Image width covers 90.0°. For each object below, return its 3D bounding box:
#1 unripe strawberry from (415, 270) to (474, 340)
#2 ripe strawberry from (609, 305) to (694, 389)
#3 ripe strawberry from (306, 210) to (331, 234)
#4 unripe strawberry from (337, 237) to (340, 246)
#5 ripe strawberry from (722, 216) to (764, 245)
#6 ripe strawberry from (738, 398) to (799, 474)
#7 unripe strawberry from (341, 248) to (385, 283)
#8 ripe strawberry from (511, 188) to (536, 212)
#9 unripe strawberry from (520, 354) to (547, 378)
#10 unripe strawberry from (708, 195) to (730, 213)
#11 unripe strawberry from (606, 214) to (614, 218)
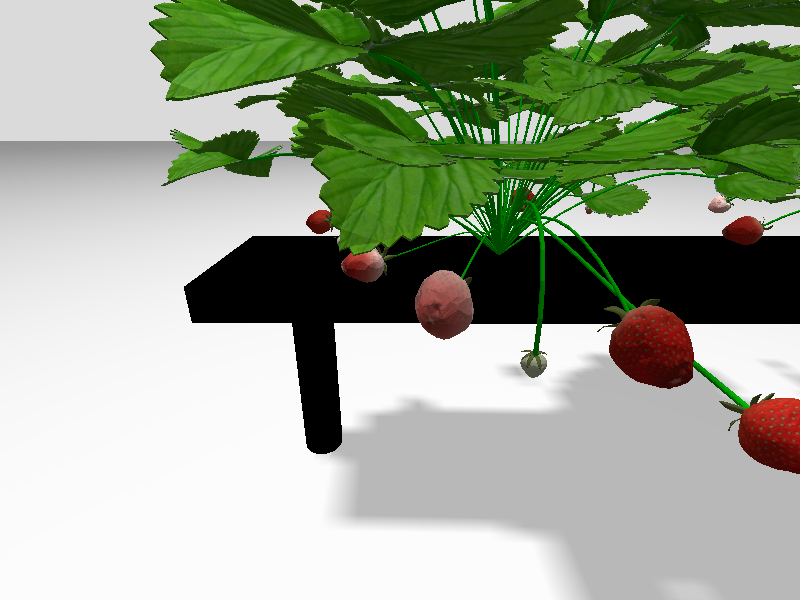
[{"bbox_3d":[0.022,0.004,0.213,0.032,0.037,0.035,10,26,21],"label":"unripe strawberry"},{"bbox_3d":[0.109,0.022,0.173,0.031,0.035,0.034,-2,41,-5],"label":"ripe strawberry"},{"bbox_3d":[-0.086,-0.083,0.428,0.029,0.024,0.029,1,22,25],"label":"ripe strawberry"},{"bbox_3d":[-0.053,-0.053,0.365,0.010,0.011,0.011,1,23,2],"label":"unripe strawberry"},{"bbox_3d":[0.332,-0.067,0.389,0.030,0.026,0.030,-5,22,12],"label":"ripe strawberry"},{"bbox_3d":[0.129,0.046,0.132,0.024,0.025,0.026,-4,24,-8],"label":"ripe strawberry"},{"bbox_3d":[-0.028,-0.027,0.294,0.031,0.026,0.031,-14,27,-27],"label":"unripe strawberry"},{"bbox_3d":[0.167,-0.136,0.544,0.035,0.031,0.032,9,24,19],"label":"ripe strawberry"},{"bbox_3d":[0.058,0.028,0.174,0.011,0.011,0.010,4,24,8],"label":"unripe strawberry"},{"bbox_3d":[0.423,-0.126,0.531,0.020,0.023,0.022,-14,-8,-29],"label":"unripe strawberry"},{"bbox_3d":[0.257,-0.105,0.489,0.010,0.010,0.009,-18,29,-36],"label":"unripe strawberry"}]
